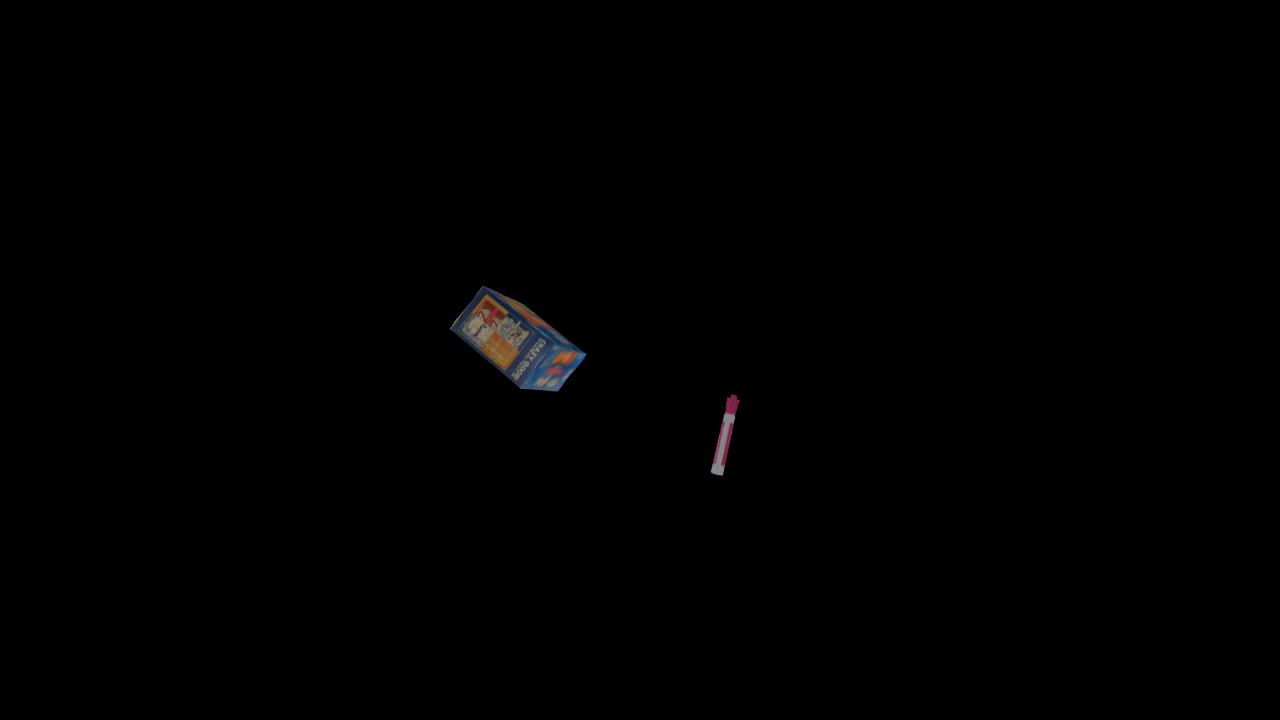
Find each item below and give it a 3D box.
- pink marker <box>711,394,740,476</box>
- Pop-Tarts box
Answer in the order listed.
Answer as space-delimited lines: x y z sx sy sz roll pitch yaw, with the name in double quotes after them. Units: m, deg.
0.128 0.111 0.918 0.020 0.121 0.020 13 0 0 "pink marker"
-0.178 -0.027 0.936 0.141 0.083 0.167 39 4 11 "Pop-Tarts box"
